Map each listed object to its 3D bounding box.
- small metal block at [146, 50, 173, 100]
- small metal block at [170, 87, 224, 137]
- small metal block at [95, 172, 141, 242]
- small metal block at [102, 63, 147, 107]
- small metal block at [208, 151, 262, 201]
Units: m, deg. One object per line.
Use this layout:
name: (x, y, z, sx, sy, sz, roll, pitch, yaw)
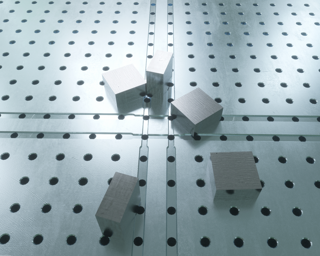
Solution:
small metal block: (0.000, -0.078, 0.458, 0.025, 0.050, 0.050, 13, 51, 11)
small metal block: (0.050, -0.023, 0.428, 0.050, 0.025, 0.050, -30, 56, -23)
small metal block: (-0.041, 0.082, 0.322, 0.025, 0.050, 0.050, 13, 51, 11)
small metal block: (-0.052, -0.065, 0.462, 0.050, 0.025, 0.050, -23, 54, -18)
small metal block: (0.085, 0.055, 0.362, 0.050, 0.025, 0.050, -1, 50, -1)
